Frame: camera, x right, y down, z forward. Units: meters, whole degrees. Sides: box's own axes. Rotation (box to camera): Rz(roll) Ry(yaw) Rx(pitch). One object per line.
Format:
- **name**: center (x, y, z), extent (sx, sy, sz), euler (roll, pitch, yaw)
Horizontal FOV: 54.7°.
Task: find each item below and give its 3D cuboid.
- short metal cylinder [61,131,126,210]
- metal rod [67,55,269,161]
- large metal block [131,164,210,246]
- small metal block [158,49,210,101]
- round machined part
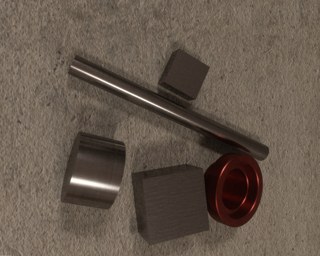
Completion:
- **short metal cylinder**: center (-0.077, 0.048, 0.352), extent (0.050, 0.080, 0.080), euler (15, 85, -20)
- **metal rod**: center (0.025, -0.019, 0.419), extent (0.302, 0.025, 0.025), euler (24, 82, -19)
- **large metal block**: center (0.013, 0.095, 0.402), extent (0.081, 0.050, 0.079), euler (-7, 93, -20)
- **small metal block**: center (0.033, -0.071, 0.422), extent (0.050, 0.025, 0.050), euler (27, 81, -19)
- **round machined part**: center (0.095, 0.082, 0.427), extent (0.099, 0.042, 0.097), euler (-3, 94, -38)
